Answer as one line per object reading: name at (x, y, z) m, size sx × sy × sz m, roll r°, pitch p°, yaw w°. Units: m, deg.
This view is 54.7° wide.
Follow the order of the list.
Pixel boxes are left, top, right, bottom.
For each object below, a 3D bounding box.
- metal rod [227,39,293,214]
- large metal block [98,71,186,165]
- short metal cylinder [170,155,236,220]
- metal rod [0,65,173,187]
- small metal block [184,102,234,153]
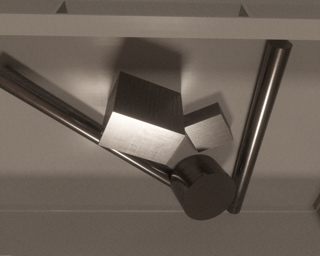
metal rod at (0.127, 0.023, 0.430) m, size 0.025 × 0.025 × 0.298 m, roll 0°, pitch 130°, yaw -1°
large metal block at (-0.020, -0.013, 0.362) m, size 0.081 × 0.080 × 0.050 m, roll 18°, pitch 128°, yaw -16°
short metal cylinder at (0.061, 0.086, 0.449) m, size 0.081 × 0.050 × 0.079 m, roll -9°, pitch 117°, yaw -16°
metal rod at (-0.074, 0.015, 0.420) m, size 0.301 × 0.025 × 0.025 m, roll 35°, pitch 122°, yaw -26°
small metal block at (0.064, 0.000, 0.410) m, size 0.050 × 0.025 × 0.050 m, roll -21°, pitch 127°, yaw 17°
